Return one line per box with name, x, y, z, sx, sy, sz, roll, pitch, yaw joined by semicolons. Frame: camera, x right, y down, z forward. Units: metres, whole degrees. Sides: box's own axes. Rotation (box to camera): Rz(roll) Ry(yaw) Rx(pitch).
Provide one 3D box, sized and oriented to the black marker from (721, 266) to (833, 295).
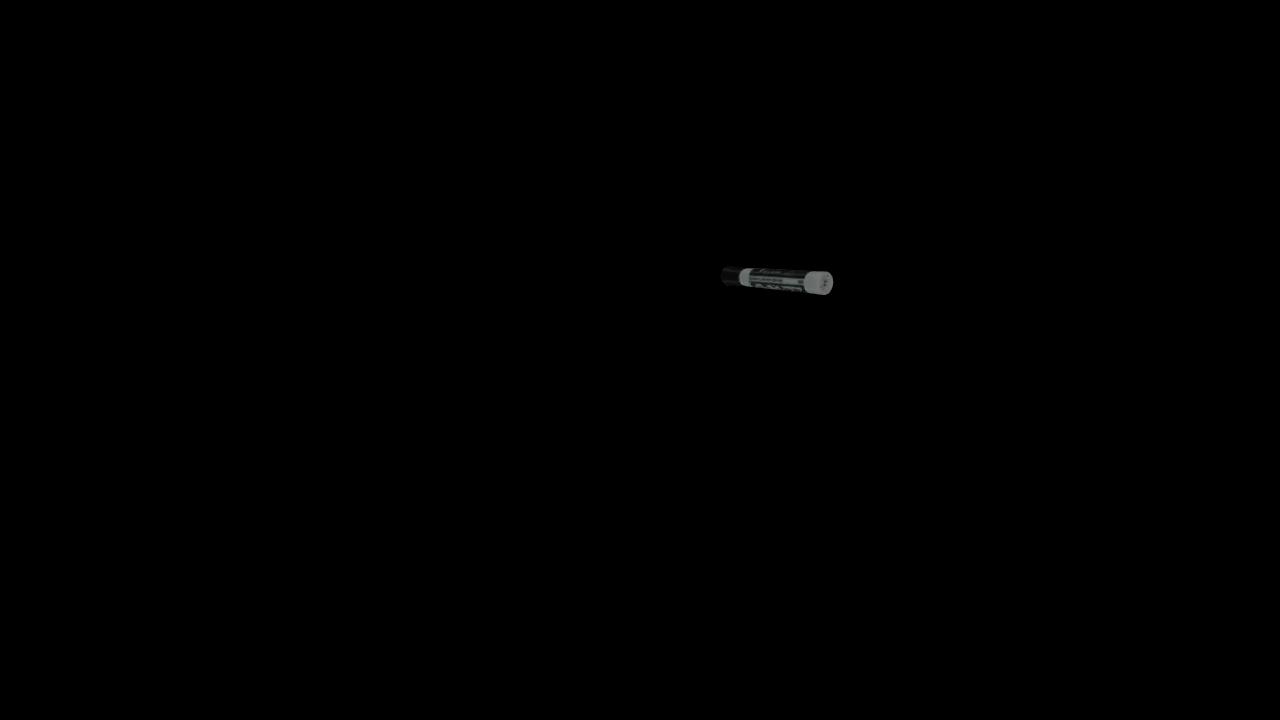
black marker;0.115;-0.071;0.540;0.020;0.020;0.121;0;9;-35
